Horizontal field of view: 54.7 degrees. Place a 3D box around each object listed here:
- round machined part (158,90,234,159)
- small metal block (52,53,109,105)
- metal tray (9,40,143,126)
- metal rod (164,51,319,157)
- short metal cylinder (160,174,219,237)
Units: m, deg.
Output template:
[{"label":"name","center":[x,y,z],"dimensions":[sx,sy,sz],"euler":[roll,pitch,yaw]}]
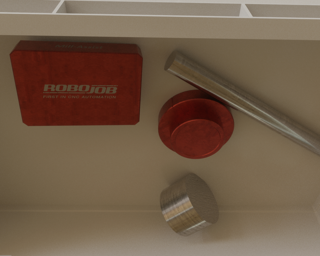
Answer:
[{"label":"round machined part","center":[0.047,0.002,0.401],"dimensions":[0.099,0.042,0.097],"euler":[-1,130,0]},{"label":"small metal block","center":[-0.091,-0.057,0.360],"dimensions":[0.050,0.025,0.050],"euler":[-21,128,16]},{"label":"metal tray","center":[-0.088,-0.048,0.347],"dimensions":[0.131,0.030,0.089],"euler":[-1,124,-10]},{"label":"metal rod","center":[0.139,-0.014,0.398],"dimensions":[0.302,0.025,0.025],"euler":[26,125,-21]},{"label":"short metal cylinder","center":[0.045,0.118,0.474],"dimensions":[0.050,0.080,0.080],"euler":[-35,122,26]}]
